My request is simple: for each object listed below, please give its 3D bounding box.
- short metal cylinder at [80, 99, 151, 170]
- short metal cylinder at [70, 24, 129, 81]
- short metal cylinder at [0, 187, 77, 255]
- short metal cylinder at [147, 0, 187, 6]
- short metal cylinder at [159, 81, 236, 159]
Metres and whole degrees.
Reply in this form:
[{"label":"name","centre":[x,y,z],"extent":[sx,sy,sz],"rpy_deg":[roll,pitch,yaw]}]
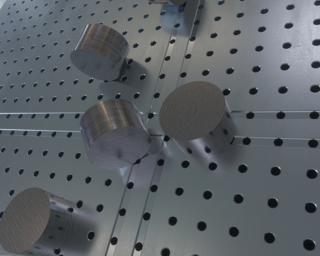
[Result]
[{"label":"short metal cylinder","centre":[-0.057,0.009,0.398],"extent":[0.080,0.080,0.050],"rpy_deg":[-32,52,7]},{"label":"short metal cylinder","centre":[-0.095,-0.119,0.496],"extent":[0.080,0.080,0.050],"rpy_deg":[3,64,30]},{"label":"short metal cylinder","centre":[-0.156,0.123,0.399],"extent":[0.080,0.050,0.080],"rpy_deg":[-13,56,21]},{"label":"short metal cylinder","centre":[0.013,-0.249,0.519],"extent":[0.050,0.080,0.080],"rpy_deg":[20,73,36]},{"label":"short metal cylinder","centre":[0.046,-0.009,0.374],"extent":[0.080,0.050,0.080],"rpy_deg":[-13,56,21]}]
